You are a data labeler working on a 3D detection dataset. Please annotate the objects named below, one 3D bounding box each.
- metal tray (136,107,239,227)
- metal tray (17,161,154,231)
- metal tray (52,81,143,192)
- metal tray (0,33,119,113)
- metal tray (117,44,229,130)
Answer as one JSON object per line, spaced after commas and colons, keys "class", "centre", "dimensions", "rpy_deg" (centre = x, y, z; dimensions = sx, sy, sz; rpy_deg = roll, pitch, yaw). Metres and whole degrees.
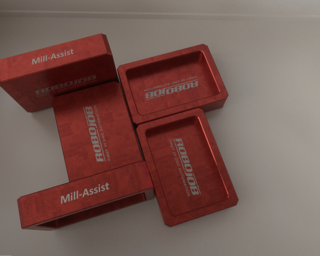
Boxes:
{"class": "metal tray", "centre": [0.031, 0.047, 0.388], "dimensions": [0.091, 0.030, 0.130], "rpy_deg": [-16, 71, -6]}
{"class": "metal tray", "centre": [-0.073, 0.078, 0.343], "dimensions": [0.131, 0.090, 0.030], "rpy_deg": [-16, 71, -6]}
{"class": "metal tray", "centre": [-0.079, 0.011, 0.399], "dimensions": [0.091, 0.030, 0.130], "rpy_deg": [-16, 71, -6]}
{"class": "metal tray", "centre": [-0.122, -0.066, 0.394], "dimensions": [0.131, 0.090, 0.030], "rpy_deg": [-17, 71, -7]}
{"class": "metal tray", "centre": [0.016, -0.057, 0.426], "dimensions": [0.131, 0.030, 0.090], "rpy_deg": [-16, 71, -6]}
